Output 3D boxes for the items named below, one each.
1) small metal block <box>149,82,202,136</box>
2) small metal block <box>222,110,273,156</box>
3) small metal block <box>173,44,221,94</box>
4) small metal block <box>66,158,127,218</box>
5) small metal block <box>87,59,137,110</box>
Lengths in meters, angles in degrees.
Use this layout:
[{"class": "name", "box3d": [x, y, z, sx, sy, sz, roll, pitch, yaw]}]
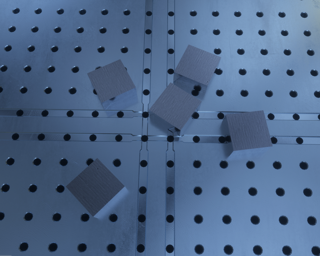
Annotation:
[{"class": "small metal block", "box3d": [0.021, -0.025, 0.421, 0.050, 0.025, 0.050, 33, 73, 11]}, {"class": "small metal block", "box3d": [0.114, 0.007, 0.410, 0.050, 0.025, 0.050, -7, 70, -3]}, {"class": "small metal block", "box3d": [0.053, -0.084, 0.443, 0.050, 0.025, 0.050, 24, 72, 8]}, {"class": "small metal block", "box3d": [-0.078, 0.074, 0.384, 0.050, 0.025, 0.050, 43, 75, 14]}, {"class": "small metal block", "box3d": [-0.066, -0.061, 0.434, 0.050, 0.025, 0.050, -26, 72, -9]}]
